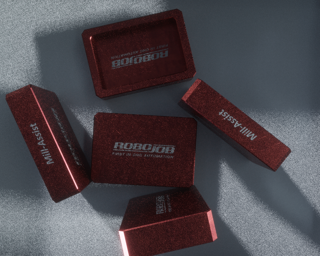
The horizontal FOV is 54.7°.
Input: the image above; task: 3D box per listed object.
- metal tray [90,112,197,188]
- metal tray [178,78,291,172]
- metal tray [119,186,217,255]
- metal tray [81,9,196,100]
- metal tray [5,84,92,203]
[{"bbox_3d":[-0.020,0.028,0.406,0.131,0.030,0.089,3,90,-1],"label":"metal tray"},{"bbox_3d":[0.084,-0.004,0.377,0.130,0.090,0.030,38,91,-1],"label":"metal tray"},{"bbox_3d":[0.007,0.101,0.356,0.091,0.130,0.030,-12,91,-1],"label":"metal tray"},{"bbox_3d":[-0.027,-0.095,0.407,0.131,0.030,0.089,-13,90,-1],"label":"metal tray"},{"bbox_3d":[-0.127,0.017,0.375,0.030,0.090,0.129,-25,91,-1],"label":"metal tray"}]
